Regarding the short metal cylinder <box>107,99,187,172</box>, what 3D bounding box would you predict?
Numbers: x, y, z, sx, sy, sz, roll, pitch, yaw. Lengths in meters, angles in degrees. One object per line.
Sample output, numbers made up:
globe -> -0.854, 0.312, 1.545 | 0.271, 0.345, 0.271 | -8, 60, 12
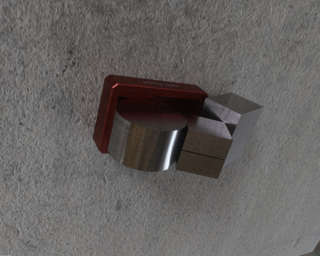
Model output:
short metal cylinder -> -0.015, 0.006, 0.351 | 0.081, 0.080, 0.050 | 1, 118, -29

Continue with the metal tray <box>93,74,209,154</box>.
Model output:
metal tray -> -0.011, -0.014, 0.391 | 0.131, 0.030, 0.089 | 2, 118, -30

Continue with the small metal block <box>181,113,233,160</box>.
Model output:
small metal block -> 0.051, 0.009, 0.358 | 0.050, 0.050, 0.025 | 13, 113, -6

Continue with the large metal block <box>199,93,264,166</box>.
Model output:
large metal block -> 0.090, 0.001, 0.423 | 0.081, 0.050, 0.079 | -16, 130, -52

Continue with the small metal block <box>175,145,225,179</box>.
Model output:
small metal block -> 0.045, 0.031, 0.368 | 0.050, 0.050, 0.025 | 13, 113, -6
